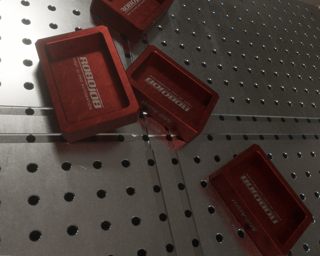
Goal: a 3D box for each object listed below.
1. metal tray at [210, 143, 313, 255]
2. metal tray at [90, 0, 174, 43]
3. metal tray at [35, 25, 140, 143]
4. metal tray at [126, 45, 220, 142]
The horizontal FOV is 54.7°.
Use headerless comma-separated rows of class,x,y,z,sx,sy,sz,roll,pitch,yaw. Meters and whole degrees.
metal tray,0.139,0.095,0.423,0.091,0.030,0.130,-27,77,-37
metal tray,-0.041,-0.206,0.510,0.090,0.030,0.130,36,51,-5
metal tray,-0.088,-0.057,0.374,0.091,0.030,0.130,-18,70,-14
metal tray,0.014,-0.051,0.445,0.130,0.030,0.090,36,51,-5
